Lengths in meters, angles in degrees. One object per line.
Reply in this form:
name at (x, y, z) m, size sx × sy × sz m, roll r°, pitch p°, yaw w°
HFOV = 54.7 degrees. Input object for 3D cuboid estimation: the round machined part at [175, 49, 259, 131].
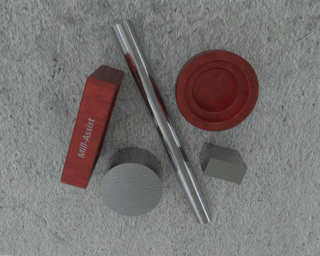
round machined part at (0.067, -0.048, 0.385) m, size 0.099 × 0.042 × 0.097 m, roll 0°, pitch 110°, yaw -1°

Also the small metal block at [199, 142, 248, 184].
small metal block at (0.082, 0.046, 0.413) m, size 0.050 × 0.050 × 0.025 m, roll 16°, pitch 109°, yaw -6°

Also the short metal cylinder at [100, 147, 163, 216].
short metal cylinder at (-0.037, 0.072, 0.424) m, size 0.081 × 0.050 × 0.079 m, roll 0°, pitch 110°, yaw -1°

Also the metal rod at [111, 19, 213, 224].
metal rod at (0.010, 0.006, 0.414) m, size 0.025 × 0.025 × 0.299 m, roll -21°, pitch 109°, yaw 7°

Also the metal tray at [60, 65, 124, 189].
metal tray at (-0.080, -0.004, 0.374) m, size 0.030 × 0.090 × 0.129 m, roll 17°, pitch 109°, yaw -7°
